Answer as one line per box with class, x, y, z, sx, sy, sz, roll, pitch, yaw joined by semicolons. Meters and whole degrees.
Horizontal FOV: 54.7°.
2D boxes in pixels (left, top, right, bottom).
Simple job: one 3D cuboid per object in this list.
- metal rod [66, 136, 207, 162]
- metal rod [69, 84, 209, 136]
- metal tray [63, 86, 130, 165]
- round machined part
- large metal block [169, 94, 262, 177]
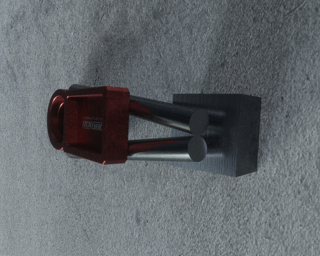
metal rod;-0.056;0.029;0.409;0.299;0.025;0.025;-6;86;52
metal rod;-0.053;-0.033;0.406;0.300;0.025;0.025;18;101;51
metal tray;-0.088;-0.006;0.406;0.130;0.030;0.089;5;93;52
round machined part;-0.146;-0.013;0.505;0.098;0.042;0.097;-1;89;50
large metal block;0.059;0.004;0.338;0.080;0.050;0.079;5;93;39
